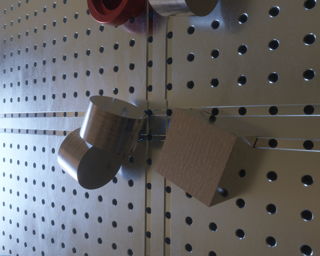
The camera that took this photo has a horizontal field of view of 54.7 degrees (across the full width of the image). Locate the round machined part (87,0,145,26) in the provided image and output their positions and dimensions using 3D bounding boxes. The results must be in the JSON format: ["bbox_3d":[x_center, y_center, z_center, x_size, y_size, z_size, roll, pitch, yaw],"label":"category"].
[{"bbox_3d":[-0.058,-0.196,0.446,0.098,0.042,0.097,0,90,40],"label":"round machined part"}]

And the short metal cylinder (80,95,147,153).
[{"bbox_3d":[-0.064,-0.006,0.426,0.080,0.081,0.050,32,110,35],"label":"short metal cylinder"}]

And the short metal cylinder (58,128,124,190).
[{"bbox_3d":[-0.101,0.043,0.457,0.050,0.081,0.079,28,108,36],"label":"short metal cylinder"}]

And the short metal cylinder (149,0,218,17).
[{"bbox_3d":[0.028,-0.168,0.351,0.050,0.081,0.079,16,100,39],"label":"short metal cylinder"}]

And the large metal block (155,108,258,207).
[{"bbox_3d":[0.050,0.029,0.352,0.080,0.050,0.079,29,108,36],"label":"large metal block"}]
